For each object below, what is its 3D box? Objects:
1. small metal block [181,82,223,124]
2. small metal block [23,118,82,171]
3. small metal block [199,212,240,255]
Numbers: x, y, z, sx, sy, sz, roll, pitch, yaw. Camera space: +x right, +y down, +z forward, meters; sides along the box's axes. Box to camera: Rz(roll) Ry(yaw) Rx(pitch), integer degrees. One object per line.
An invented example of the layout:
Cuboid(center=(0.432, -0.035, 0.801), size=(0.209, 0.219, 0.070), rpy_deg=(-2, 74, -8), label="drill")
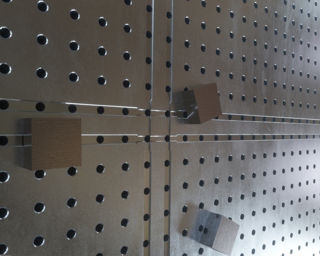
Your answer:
Cuboid(center=(0.063, -0.037, 0.460), size=(0.050, 0.025, 0.050), rpy_deg=(-22, 104, -38), label="small metal block")
Cuboid(center=(-0.109, 0.015, 0.317), size=(0.050, 0.025, 0.050), rpy_deg=(-1, 91, -40), label="small metal block")
Cuboid(center=(0.095, 0.167, 0.487), size=(0.050, 0.025, 0.050), rpy_deg=(36, 68, -34), label="small metal block")
